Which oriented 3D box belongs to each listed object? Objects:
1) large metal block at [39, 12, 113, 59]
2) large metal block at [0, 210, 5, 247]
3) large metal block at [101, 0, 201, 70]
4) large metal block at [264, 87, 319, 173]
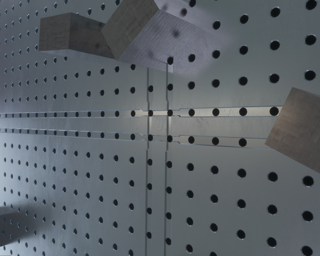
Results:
[{"bbox_3d":[-0.129,-0.138,0.481,0.080,0.081,0.050,9,96,40],"label":"large metal block"},{"bbox_3d":[-0.415,0.238,0.719,0.050,0.081,0.080,12,98,39],"label":"large metal block"},{"bbox_3d":[-0.011,-0.123,0.384,0.080,0.081,0.050,-42,65,32],"label":"large metal block"},{"bbox_3d":[0.147,0.008,0.253,0.080,0.081,0.050,33,110,35],"label":"large metal block"}]
